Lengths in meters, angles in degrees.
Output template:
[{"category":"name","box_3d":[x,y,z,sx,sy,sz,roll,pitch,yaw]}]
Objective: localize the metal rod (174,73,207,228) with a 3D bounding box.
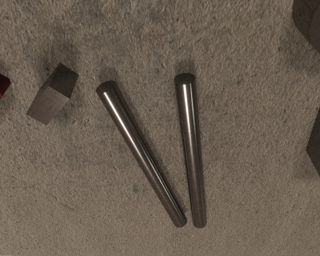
[{"category":"metal rod","box_3d":[0.050,0.055,0.454,0.025,0.025,0.298,-7,130,5]}]

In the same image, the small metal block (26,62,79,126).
[{"category":"small metal block","box_3d":[-0.123,-0.039,0.356,0.025,0.050,0.050,35,122,-26]}]

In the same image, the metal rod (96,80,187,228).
[{"category":"metal rod","box_3d":[-0.014,0.058,0.456,0.025,0.025,0.299,-15,129,12]}]

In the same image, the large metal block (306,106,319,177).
[{"category":"large metal block","box_3d":[0.236,0.026,0.397,0.050,0.080,0.079,-3,130,2]}]

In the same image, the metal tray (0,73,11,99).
[{"category":"metal tray","box_3d":[-0.256,-0.055,0.353,0.130,0.030,0.090,34,122,-26]}]

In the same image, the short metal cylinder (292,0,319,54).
[{"category":"short metal cylinder","box_3d":[0.177,-0.113,0.297,0.081,0.050,0.079,0,130,0]}]
